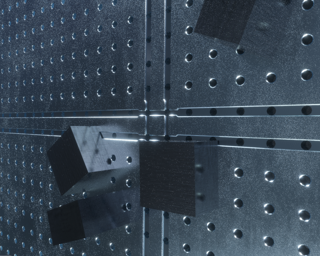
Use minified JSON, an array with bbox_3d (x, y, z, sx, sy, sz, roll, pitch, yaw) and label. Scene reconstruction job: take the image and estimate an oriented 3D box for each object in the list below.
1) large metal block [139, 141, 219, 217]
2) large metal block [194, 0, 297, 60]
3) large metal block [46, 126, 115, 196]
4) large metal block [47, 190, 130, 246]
[{"bbox_3d":[0.022,0.055,0.373,0.080,0.050,0.079,-1,89,39],"label":"large metal block"},{"bbox_3d":[0.088,-0.118,0.300,0.050,0.081,0.079,29,108,36],"label":"large metal block"},{"bbox_3d":[-0.129,0.052,0.497,0.080,0.050,0.080,-40,66,32],"label":"large metal block"},{"bbox_3d":[-0.106,0.132,0.458,0.080,0.081,0.050,-26,74,37],"label":"large metal block"}]
